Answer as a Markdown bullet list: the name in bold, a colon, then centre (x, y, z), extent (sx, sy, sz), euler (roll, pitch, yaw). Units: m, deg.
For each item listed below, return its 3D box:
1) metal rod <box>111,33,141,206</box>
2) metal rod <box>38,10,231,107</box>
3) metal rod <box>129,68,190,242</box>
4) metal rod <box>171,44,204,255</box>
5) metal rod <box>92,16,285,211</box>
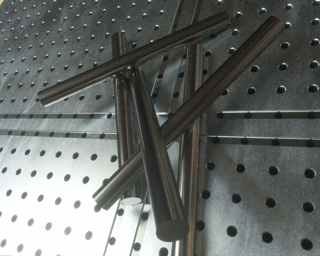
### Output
- **metal rod**: centre (-0.054, -0.034, 0.455), extent (0.025, 0.025, 0.299), euler (-20, 54, 16)
- **metal rod**: centre (-0.040, -0.102, 0.462), extent (0.301, 0.025, 0.025), euler (-23, 53, 3)
- **metal rod**: centre (-0.013, -0.003, 0.351), extent (0.025, 0.025, 0.300), euler (-30, 32, 9)
- **metal rod**: centre (0.037, 0.017, 0.377), extent (0.025, 0.025, 0.299), euler (-7, 58, 24)
- **metal rod**: centre (0.036, -0.020, 0.367), extent (0.300, 0.025, 0.025), euler (-45, 51, -4)
